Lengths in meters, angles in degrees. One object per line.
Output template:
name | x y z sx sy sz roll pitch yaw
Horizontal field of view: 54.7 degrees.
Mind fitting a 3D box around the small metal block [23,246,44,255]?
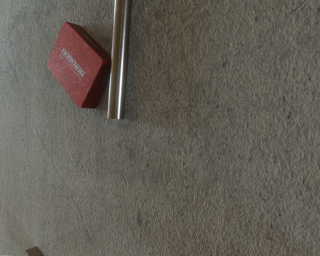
small metal block | -0.248 0.273 0.610 0.050 0.025 0.050 31 109 35

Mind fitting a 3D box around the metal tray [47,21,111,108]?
metal tray | -0.133 -0.104 0.511 0.130 0.030 0.089 47 118 30

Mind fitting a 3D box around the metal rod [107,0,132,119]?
metal rod | -0.054 -0.162 0.449 0.025 0.025 0.298 7 95 40
